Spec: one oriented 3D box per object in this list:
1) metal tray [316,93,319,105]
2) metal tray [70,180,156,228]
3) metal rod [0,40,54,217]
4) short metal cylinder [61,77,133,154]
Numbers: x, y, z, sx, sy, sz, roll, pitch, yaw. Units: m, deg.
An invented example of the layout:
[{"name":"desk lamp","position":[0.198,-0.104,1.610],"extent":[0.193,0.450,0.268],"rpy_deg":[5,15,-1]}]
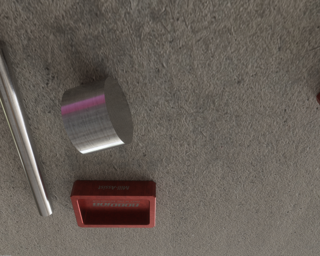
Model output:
[{"name":"metal tray","position":[0.274,-0.038,0.375],"extent":[0.131,0.030,0.089],"rpy_deg":[19,128,-16]},{"name":"metal tray","position":[-0.073,0.127,0.510],"extent":[0.131,0.030,0.089],"rpy_deg":[1,130,-1]},{"name":"metal rod","position":[-0.185,0.025,0.425],"extent":[0.025,0.025,0.298],"rpy_deg":[2,130,-2]},{"name":"short metal cylinder","position":[-0.069,-0.014,0.358],"extent":[0.050,0.080,0.080],"rpy_deg":[-15,129,12]}]
